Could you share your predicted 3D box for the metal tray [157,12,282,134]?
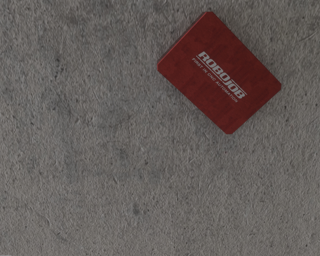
[{"bbox_3d":[0.072,-0.066,0.383,0.130,0.030,0.090,41,105,-14],"label":"metal tray"}]
